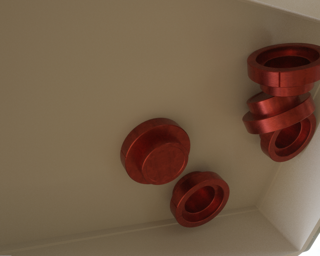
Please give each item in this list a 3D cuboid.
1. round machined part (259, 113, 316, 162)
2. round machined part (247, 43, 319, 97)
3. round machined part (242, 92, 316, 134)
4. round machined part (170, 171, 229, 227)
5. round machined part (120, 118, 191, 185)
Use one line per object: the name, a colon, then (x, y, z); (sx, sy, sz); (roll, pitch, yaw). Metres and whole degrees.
round machined part: (0.207, 0.005, 0.517); (0.099, 0.042, 0.097); (-14, 125, -21)
round machined part: (0.166, -0.075, 0.407); (0.099, 0.098, 0.042); (-22, 122, -15)
round machined part: (0.164, -0.032, 0.443); (0.099, 0.098, 0.042); (-28, 99, -11)
round machined part: (0.059, 0.109, 0.500); (0.099, 0.042, 0.097); (-14, 125, -21)
round machined part: (-0.001, 0.039, 0.423); (0.099, 0.042, 0.097); (-14, 125, -21)
